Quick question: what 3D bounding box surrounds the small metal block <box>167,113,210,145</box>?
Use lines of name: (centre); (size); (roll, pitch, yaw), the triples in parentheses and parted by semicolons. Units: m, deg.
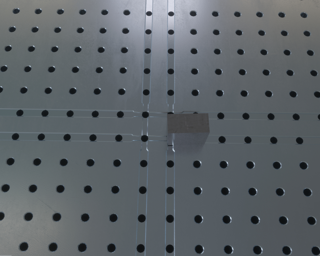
small metal block: (0.034, 0.003, 0.398); (0.050, 0.050, 0.025); (-1, 70, -1)
